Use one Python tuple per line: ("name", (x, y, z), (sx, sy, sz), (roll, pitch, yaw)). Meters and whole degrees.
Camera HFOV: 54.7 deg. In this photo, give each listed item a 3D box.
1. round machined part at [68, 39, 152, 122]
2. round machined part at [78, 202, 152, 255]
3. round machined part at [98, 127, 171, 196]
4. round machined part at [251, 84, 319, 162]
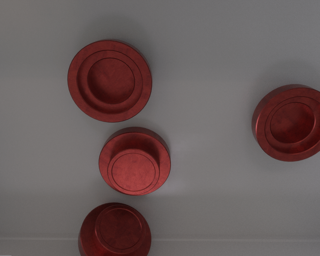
("round machined part", (-0.058, -0.059, 0.380), (0.099, 0.042, 0.097), (0, 110, 0))
("round machined part", (-0.058, 0.145, 0.421), (0.099, 0.098, 0.042), (20, 133, -7))
("round machined part", (-0.034, 0.051, 0.421), (0.099, 0.042, 0.097), (0, 110, 0))
("round machined part", (0.167, -0.009, 0.400), (0.099, 0.042, 0.097), (0, 110, 0))
